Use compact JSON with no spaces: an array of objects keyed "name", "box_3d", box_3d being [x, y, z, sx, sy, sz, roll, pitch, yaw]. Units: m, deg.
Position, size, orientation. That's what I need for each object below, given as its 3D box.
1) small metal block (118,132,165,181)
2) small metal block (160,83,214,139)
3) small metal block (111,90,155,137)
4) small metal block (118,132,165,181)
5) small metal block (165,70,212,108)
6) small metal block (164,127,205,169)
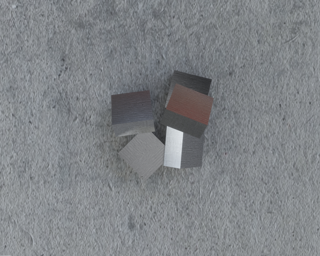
[{"name":"small metal block","box_3d":[-0.019,0.033,0.411,0.050,0.025,0.050,-45,90,0]},{"name":"small metal block","box_3d":[0.033,-0.021,0.373,0.050,0.025,0.050,21,47,-1]},{"name":"small metal block","box_3d":[-0.035,-0.019,0.398,0.050,0.025,0.050,-8,52,-1]},{"name":"small metal block","box_3d":[-0.019,0.033,0.411,0.050,0.025,0.050,-45,91,0]},{"name":"small metal block","box_3d":[0.037,-0.045,0.412,0.050,0.025,0.050,14,90,-1]},{"name":"small metal block","box_3d":[0.032,0.024,0.397,0.025,0.050,0.050,4,90,38]}]
